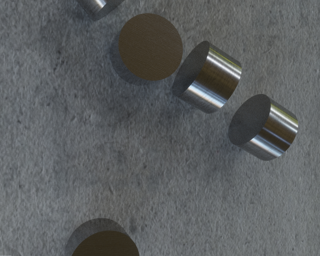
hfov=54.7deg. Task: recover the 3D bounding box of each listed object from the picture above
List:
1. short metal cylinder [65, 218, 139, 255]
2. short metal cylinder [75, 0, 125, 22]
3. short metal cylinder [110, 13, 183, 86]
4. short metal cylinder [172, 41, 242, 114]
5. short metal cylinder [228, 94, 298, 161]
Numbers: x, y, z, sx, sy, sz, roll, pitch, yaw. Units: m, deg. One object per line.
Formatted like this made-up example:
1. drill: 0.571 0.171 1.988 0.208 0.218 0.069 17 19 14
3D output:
1. short metal cylinder: -0.070 0.155 0.371 0.081 0.050 0.079 0 90 -21
2. short metal cylinder: -0.064 -0.170 0.357 0.080 0.080 0.050 -44 104 -15
3. short metal cylinder: -0.018 -0.096 0.390 0.081 0.050 0.079 0 90 -21
4. short metal cylinder: 0.059 -0.065 0.403 0.050 0.080 0.080 28 81 -18
5. short metal cylinder: 0.143 -0.001 0.434 0.050 0.080 0.080 29 80 -18
